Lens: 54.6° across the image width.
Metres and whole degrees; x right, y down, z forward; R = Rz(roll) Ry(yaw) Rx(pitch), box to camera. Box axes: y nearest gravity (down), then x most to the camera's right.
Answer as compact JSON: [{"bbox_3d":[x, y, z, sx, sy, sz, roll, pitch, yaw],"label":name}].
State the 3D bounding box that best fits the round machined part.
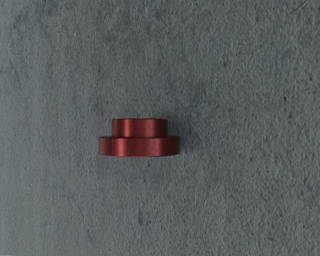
[{"bbox_3d":[-0.025,0.010,0.379,0.098,0.099,0.042,0,90,40],"label":"round machined part"}]
